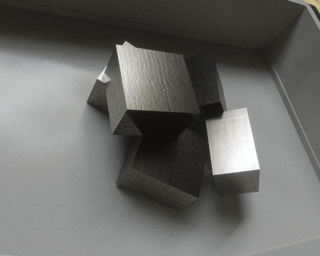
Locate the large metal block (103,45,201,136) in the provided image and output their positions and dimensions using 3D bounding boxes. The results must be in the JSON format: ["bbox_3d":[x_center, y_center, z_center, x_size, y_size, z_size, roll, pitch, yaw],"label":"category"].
[{"bbox_3d":[-0.012,-0.039,0.340,0.081,0.050,0.080,2,60,-26],"label":"large metal block"}]

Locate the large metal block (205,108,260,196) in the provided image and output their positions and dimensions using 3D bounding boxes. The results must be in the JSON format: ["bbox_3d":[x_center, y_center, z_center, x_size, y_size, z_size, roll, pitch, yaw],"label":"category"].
[{"bbox_3d":[0.091,0.033,0.391,0.050,0.080,0.080,-9,59,11],"label":"large metal block"}]

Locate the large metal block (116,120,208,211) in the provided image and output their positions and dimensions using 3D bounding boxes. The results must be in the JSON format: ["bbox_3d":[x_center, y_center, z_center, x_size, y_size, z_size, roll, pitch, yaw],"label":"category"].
[{"bbox_3d":[0.005,0.039,0.364,0.080,0.050,0.080,27,52,-12],"label":"large metal block"}]

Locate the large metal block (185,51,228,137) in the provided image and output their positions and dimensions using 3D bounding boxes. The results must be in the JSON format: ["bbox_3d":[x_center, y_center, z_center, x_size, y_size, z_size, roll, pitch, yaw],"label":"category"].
[{"bbox_3d":[0.059,-0.042,0.419,0.080,0.050,0.080,53,29,-55],"label":"large metal block"}]

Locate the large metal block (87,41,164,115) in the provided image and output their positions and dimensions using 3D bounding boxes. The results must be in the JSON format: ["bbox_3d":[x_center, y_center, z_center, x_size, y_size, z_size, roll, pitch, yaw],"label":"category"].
[{"bbox_3d":[-0.035,-0.053,0.403,0.080,0.050,0.080,32,51,-8],"label":"large metal block"}]
